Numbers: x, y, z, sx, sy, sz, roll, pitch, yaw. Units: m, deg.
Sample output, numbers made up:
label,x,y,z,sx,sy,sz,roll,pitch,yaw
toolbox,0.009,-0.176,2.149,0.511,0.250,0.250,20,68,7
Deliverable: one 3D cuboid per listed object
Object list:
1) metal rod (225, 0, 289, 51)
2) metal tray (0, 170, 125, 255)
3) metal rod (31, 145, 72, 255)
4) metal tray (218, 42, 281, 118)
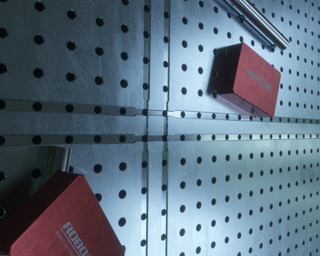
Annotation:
label,x,y,z,sx,sy,sz,roll,pitch,yaw
metal rod,0.137,-0.211,0.525,0.302,0.025,0.025,23,76,-38
metal tray,-0.090,0.118,0.303,0.090,0.030,0.129,-51,133,-42
metal rod,-0.124,0.167,0.306,0.025,0.025,0.298,13,82,-40
metal tray,0.161,-0.080,0.544,0.131,0.030,0.090,22,76,-38
